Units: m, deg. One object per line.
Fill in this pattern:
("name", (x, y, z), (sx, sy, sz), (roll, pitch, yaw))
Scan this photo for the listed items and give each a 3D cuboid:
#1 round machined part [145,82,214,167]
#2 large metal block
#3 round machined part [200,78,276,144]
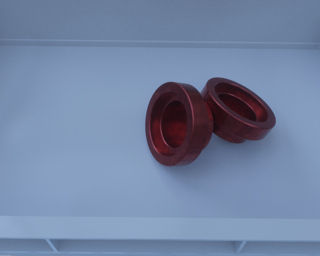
("round machined part", (0.025, -0.004, 0.368), (0.042, 0.097, 0.098), (2, 45, -33))
("large metal block", (0.013, -0.224, 0.580), (0.081, 0.050, 0.080), (-15, 52, -13))
("round machined part", (0.093, -0.018, 0.395), (0.099, 0.042, 0.098), (19, 36, -14))
